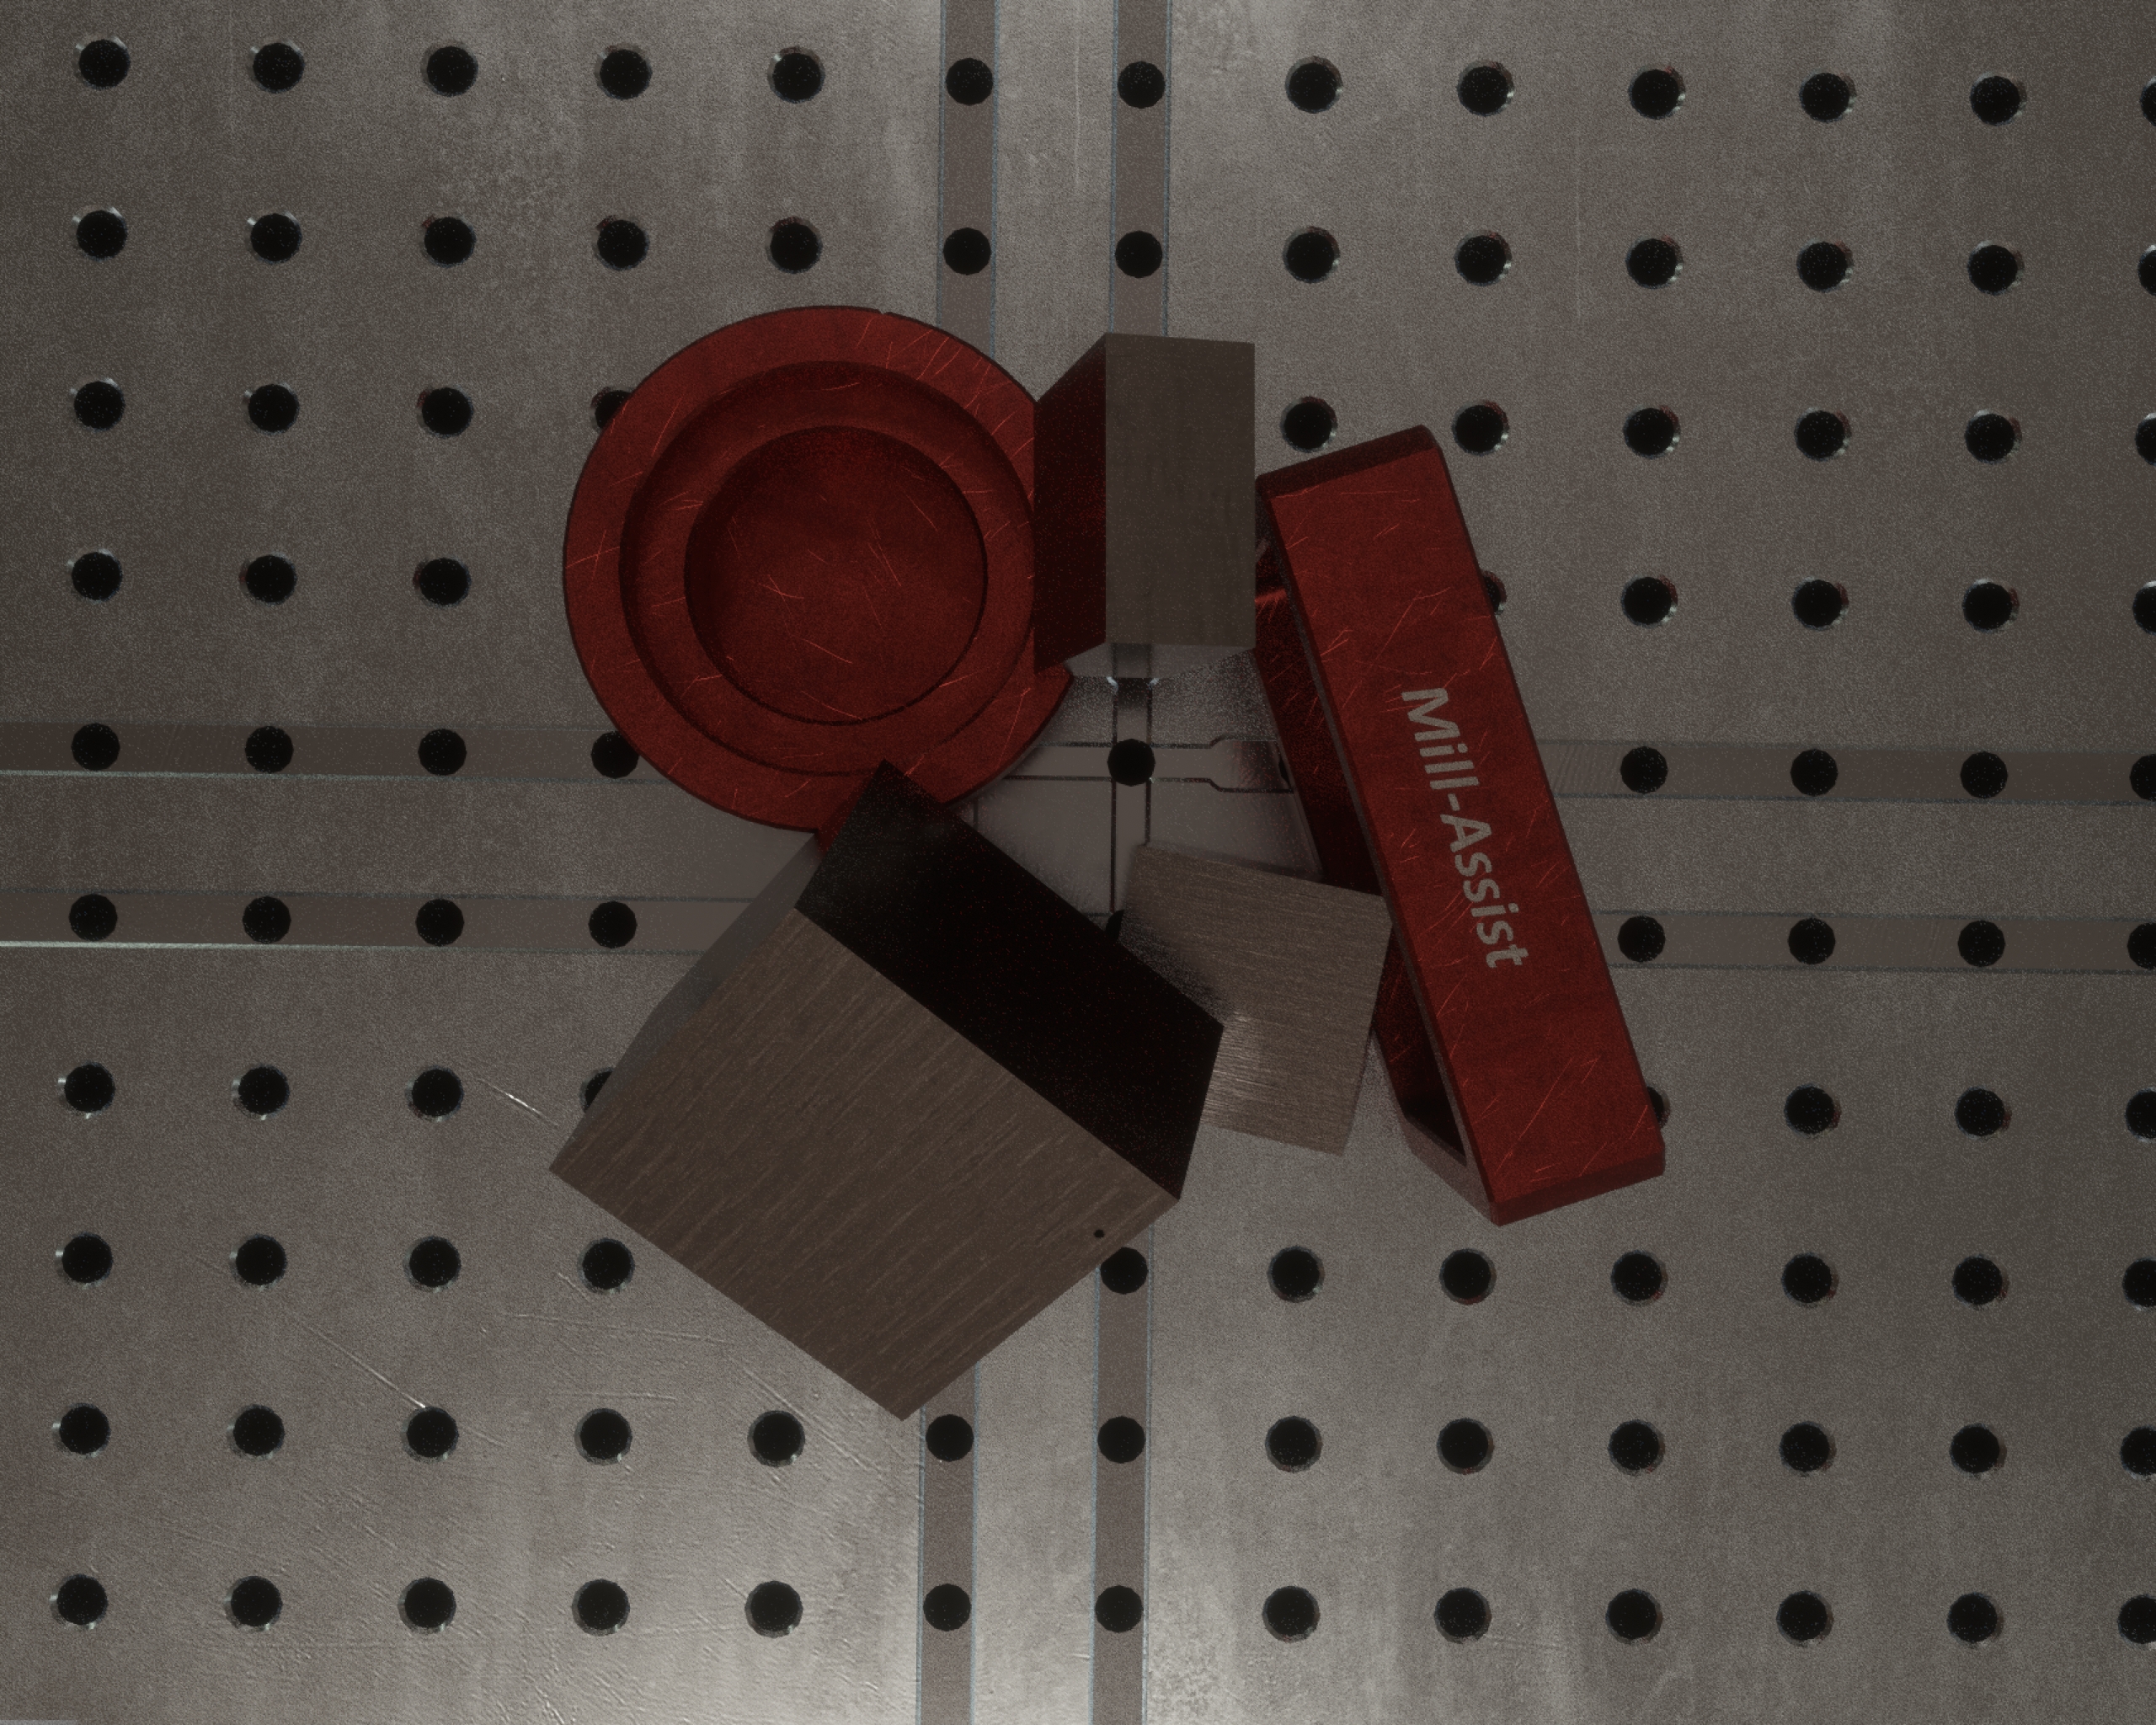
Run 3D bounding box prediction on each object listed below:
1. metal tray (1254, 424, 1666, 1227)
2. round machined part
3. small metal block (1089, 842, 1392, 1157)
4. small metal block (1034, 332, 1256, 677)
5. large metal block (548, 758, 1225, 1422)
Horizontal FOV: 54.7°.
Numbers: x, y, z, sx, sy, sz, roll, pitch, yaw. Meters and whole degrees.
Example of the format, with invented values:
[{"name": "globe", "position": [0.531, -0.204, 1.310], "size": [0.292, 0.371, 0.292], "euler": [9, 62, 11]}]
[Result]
[{"name": "metal tray", "position": [0.063, -0.006, 0.382], "size": [0.030, 0.090, 0.129], "euler": [-18, 90, 0]}, {"name": "round machined part", "position": [-0.046, -0.054, 0.404], "size": [0.099, 0.042, 0.097], "euler": [0, 90, -1]}, {"name": "small metal block", "position": [0.033, 0.026, 0.409], "size": [0.050, 0.025, 0.050], "euler": [12, 94, 10]}, {"name": "small metal block", "position": [0.010, -0.059, 0.360], "size": [0.025, 0.050, 0.050], "euler": [0, 89, -14]}, {"name": "large metal block", "position": [-0.033, 0.042, 0.378], "size": [0.080, 0.050, 0.080], "euler": [39, 122, -11]}]
